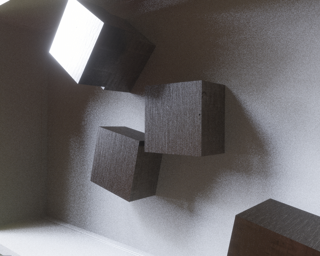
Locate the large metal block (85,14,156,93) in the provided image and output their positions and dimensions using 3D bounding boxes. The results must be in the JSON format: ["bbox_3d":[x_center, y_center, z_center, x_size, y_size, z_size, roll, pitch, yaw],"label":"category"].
[{"bbox_3d":[-0.065,-0.108,0.444,0.080,0.050,0.080,47,118,29],"label":"large metal block"}]

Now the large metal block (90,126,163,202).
[{"bbox_3d":[-0.046,0.045,0.429,0.080,0.050,0.079,17,101,38],"label":"large metal block"}]

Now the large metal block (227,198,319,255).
[{"bbox_3d":[0.117,0.107,0.275,0.080,0.081,0.050,16,100,39],"label":"large metal block"}]

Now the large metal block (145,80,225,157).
[{"bbox_3d":[0.029,-0.011,0.367,0.080,0.050,0.080,1,91,40],"label":"large metal block"}]

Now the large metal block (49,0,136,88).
[{"bbox_3d":[-0.089,-0.109,0.399,0.080,0.050,0.080,45,117,30],"label":"large metal block"}]
